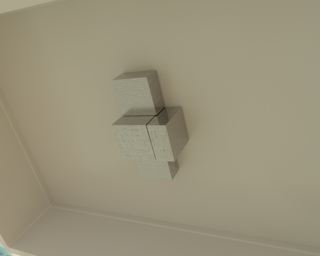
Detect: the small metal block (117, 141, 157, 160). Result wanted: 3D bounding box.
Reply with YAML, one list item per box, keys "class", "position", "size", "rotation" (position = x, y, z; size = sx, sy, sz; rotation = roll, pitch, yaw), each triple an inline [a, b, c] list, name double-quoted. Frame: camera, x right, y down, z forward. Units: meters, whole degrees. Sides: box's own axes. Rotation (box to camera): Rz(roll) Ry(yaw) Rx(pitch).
- class: "small metal block"
  position: [-0.020, 0.017, 0.411]
  size: [0.050, 0.050, 0.025]
  rotation: [0, 118, 28]

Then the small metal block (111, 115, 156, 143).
- class: "small metal block"
  position: [-0.026, -0.005, 0.401]
  size: [0.050, 0.050, 0.025]
  rotation: [0, 118, 28]

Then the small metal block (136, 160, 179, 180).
- class: "small metal block"
  position: [-0.006, 0.044, 0.437]
  size: [0.050, 0.025, 0.050]
  rotation: [0, 119, 28]

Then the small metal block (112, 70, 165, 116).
- class: "small metal block"
  position: [-0.027, -0.044, 0.394]
  size: [0.050, 0.025, 0.050]
  rotation: [0, 119, 28]

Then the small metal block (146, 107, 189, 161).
- class: "small metal block"
  position: [0.011, 0.007, 0.388]
  size: [0.025, 0.050, 0.050]
  rotation: [0, 118, 28]
